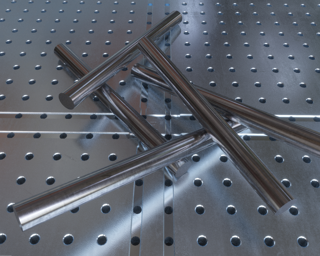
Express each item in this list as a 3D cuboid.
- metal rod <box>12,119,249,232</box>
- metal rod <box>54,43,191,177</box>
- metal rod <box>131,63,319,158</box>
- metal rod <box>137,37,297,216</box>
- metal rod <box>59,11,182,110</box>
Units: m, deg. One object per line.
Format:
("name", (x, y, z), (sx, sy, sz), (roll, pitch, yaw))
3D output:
("metal rod", (0.001, 0.031, 0.340), (0.302, 0.025, 0.025), (-20, 52, -32))
("metal rod", (-0.068, -0.040, 0.440), (0.025, 0.025, 0.300), (-32, 57, -24))
("metal rod", (0.074, -0.031, 0.398), (0.300, 0.025, 0.025), (28, 54, 34))
("metal rod", (0.048, -0.026, 0.376), (0.025, 0.025, 0.300), (-22, 52, -18))
("metal rod", (-0.043, -0.121, 0.487), (0.025, 0.025, 0.301), (24, 47, 18))
